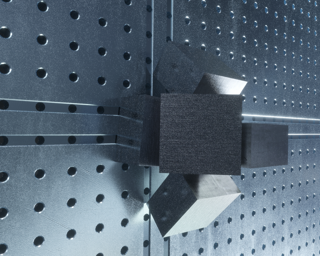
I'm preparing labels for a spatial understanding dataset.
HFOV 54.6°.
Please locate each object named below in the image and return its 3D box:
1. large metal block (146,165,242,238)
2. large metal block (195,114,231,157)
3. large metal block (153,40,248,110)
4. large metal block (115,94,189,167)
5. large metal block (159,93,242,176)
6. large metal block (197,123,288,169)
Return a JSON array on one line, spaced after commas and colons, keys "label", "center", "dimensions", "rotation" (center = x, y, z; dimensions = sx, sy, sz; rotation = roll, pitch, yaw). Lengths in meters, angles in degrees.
[{"label": "large metal block", "center": [0.042, 0.091, 0.401], "dimensions": [0.081, 0.050, 0.080], "rotation": [3, 133, -40]}, {"label": "large metal block", "center": [0.061, 0.010, 0.442], "dimensions": [0.081, 0.050, 0.080], "rotation": [4, 88, -40]}, {"label": "large metal block", "center": [0.051, -0.066, 0.405], "dimensions": [0.081, 0.080, 0.050], "rotation": [3, 127, -40]}, {"label": "large metal block", "center": [-0.005, 0.006, 0.388], "dimensions": [0.081, 0.050, 0.080], "rotation": [9, 85, -40]}, {"label": "large metal block", "center": [0.042, 0.006, 0.332], "dimensions": [0.080, 0.050, 0.080], "rotation": [1, 90, 5]}, {"label": "large metal block", "center": [0.105, 0.020, 0.395], "dimensions": [0.081, 0.080, 0.050], "rotation": [2, 89, -40]}]
